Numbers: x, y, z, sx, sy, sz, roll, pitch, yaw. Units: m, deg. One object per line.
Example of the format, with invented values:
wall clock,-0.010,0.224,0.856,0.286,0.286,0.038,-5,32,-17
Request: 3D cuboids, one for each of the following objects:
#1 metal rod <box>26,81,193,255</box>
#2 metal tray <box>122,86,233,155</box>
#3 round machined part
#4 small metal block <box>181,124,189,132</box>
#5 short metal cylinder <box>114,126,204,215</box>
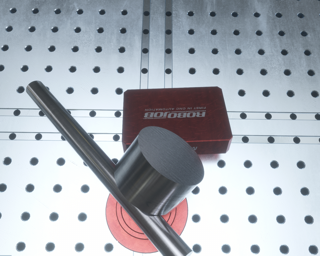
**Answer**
metal rod,-0.076,0.036,0.364,0.025,0.025,0.300,-40,63,-14
metal tray,0.019,-0.010,0.399,0.131,0.030,0.090,-2,52,-1
round machined part,-0.016,0.097,0.367,0.099,0.042,0.098,0,70,-1
small metal block,0.023,0.010,0.408,0.050,0.025,0.050,-9,70,-4
short metal cylinder,-0.001,0.044,0.328,0.080,0.080,0.050,45,120,14
